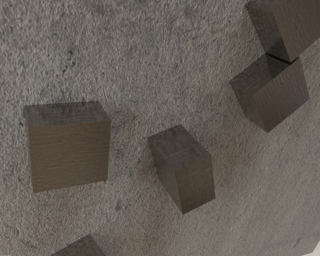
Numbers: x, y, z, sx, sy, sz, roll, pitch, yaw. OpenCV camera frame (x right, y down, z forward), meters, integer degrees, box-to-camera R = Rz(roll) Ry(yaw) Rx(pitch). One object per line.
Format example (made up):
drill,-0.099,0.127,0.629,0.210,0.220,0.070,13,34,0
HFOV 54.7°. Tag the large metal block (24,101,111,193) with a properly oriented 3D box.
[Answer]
large metal block,-0.103,0.019,0.346,0.081,0.050,0.079,-6,121,-25

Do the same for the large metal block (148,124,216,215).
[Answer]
large metal block,0.029,0.054,0.420,0.050,0.080,0.080,-23,127,-15

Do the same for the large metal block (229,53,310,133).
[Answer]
large metal block,0.158,-0.054,0.443,0.080,0.050,0.080,-39,129,-2

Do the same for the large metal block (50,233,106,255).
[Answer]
large metal block,-0.119,0.218,0.460,0.080,0.050,0.080,-28,128,-11

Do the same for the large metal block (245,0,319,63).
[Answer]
large metal block,0.167,-0.145,0.392,0.080,0.050,0.080,-42,130,0
